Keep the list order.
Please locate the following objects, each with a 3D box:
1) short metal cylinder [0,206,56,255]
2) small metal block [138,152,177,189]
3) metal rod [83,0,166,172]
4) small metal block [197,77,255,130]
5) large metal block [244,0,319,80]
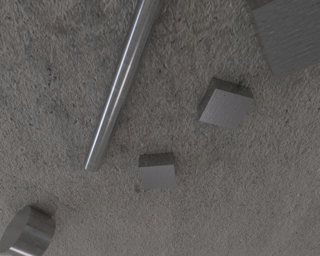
[{"bbox_3d":[-0.223,0.180,0.522,0.080,0.080,0.050,-34,122,25],"label":"short metal cylinder"},{"bbox_3d":[-0.003,0.064,0.462,0.050,0.025,0.050,-5,130,4],"label":"small metal block"},{"bbox_3d":[-0.045,-0.051,0.362,0.025,0.025,0.298,16,128,-14],"label":"metal rod"},{"bbox_3d":[0.080,-0.029,0.383,0.050,0.025,0.050,13,129,-12],"label":"small metal block"},{"bbox_3d":[0.135,-0.106,0.302,0.080,0.050,0.080,-22,127,17],"label":"large metal block"}]
